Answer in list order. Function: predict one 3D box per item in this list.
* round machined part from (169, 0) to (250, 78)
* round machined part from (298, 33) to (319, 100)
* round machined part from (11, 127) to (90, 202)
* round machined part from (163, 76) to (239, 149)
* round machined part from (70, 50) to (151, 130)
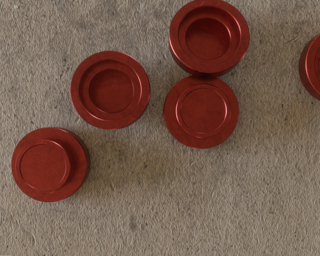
[{"bbox_3d":[0.060,-0.110,0.397,0.099,0.042,0.098,0,81,-1],"label":"round machined part"},{"bbox_3d":[0.229,-0.079,0.403,0.099,0.042,0.097,0,90,0],"label":"round machined part"},{"bbox_3d":[-0.144,0.048,0.400,0.099,0.042,0.097,0,90,0],"label":"round machined part"},{"bbox_3d":[0.054,-0.021,0.402,0.099,0.042,0.097,0,90,0],"label":"round machined part"},{"bbox_3d":[-0.061,-0.047,0.401,0.099,0.042,0.097,0,90,0],"label":"round machined part"}]
